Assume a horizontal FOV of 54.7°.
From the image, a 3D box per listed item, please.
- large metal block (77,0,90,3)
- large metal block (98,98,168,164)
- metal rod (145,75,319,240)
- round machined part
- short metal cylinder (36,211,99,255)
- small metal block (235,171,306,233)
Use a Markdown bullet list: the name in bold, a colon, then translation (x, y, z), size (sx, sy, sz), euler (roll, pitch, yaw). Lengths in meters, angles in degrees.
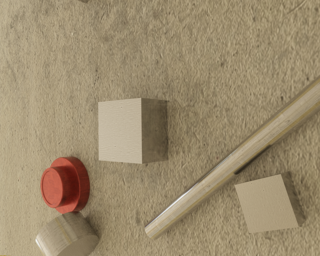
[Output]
- **large metal block**: translation (-0.118, -0.258, 0.483), size (0.080, 0.050, 0.080), euler (-17, 79, 38)
- **large metal block**: translation (-0.037, 0.004, 0.417), size (0.080, 0.050, 0.079), euler (-1, 89, 39)
- **metal rod**: translation (0.079, 0.041, 0.338), size (0.299, 0.025, 0.025), euler (-47, 62, 29)
- **round machined part**: translation (-0.167, 0.099, 0.529), size (0.098, 0.042, 0.097), euler (0, 90, 39)
- **short metal cylinder**: translation (-0.145, 0.178, 0.485), size (0.050, 0.081, 0.080), euler (44, 116, 31)
- **small metal block**: translation (0.111, 0.075, 0.313), size (0.050, 0.025, 0.050), euler (-24, 75, 37)
